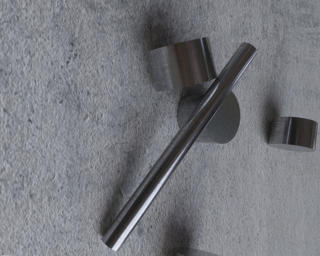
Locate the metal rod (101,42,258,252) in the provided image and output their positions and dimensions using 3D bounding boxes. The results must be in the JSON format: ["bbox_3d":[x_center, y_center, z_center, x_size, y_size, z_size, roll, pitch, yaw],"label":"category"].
[{"bbox_3d":[0.029,0.015,0.382,0.025,0.025,0.300,42,79,-32],"label":"metal rod"}]

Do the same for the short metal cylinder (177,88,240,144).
[{"bbox_3d":[0.071,-0.018,0.448,0.081,0.050,0.079,0,90,-40],"label":"short metal cylinder"}]

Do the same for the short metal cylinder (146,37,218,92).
[{"bbox_3d":[0.028,-0.080,0.392,0.081,0.080,0.050,-23,105,-38],"label":"short metal cylinder"}]

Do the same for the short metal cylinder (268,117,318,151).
[{"bbox_3d":[0.247,0.013,0.576,0.081,0.080,0.050,17,80,-39],"label":"short metal cylinder"}]

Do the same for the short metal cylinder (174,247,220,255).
[{"bbox_3d":[0.054,0.198,0.415,0.080,0.080,0.050,21,77,-38],"label":"short metal cylinder"}]
